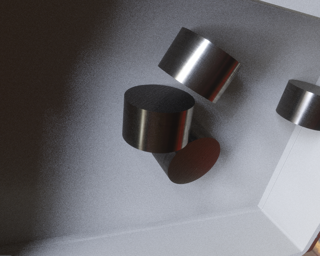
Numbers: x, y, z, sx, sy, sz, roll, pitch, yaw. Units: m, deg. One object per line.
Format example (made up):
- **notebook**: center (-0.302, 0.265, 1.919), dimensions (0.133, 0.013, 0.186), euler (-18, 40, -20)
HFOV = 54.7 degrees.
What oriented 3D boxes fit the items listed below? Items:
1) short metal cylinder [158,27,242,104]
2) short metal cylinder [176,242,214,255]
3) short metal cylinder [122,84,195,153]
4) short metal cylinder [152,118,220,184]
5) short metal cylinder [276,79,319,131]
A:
- **short metal cylinder**: center (0.045, -0.071, 0.354), dimensions (0.080, 0.080, 0.050), euler (24, 105, -37)
- **short metal cylinder**: center (0.071, 0.270, 0.601), dimensions (0.081, 0.050, 0.079), euler (-14, 124, -21)
- **short metal cylinder**: center (-0.003, -0.013, 0.363), dimensions (0.081, 0.080, 0.050), euler (-8, 121, -25)
- **short metal cylinder**: center (0.034, 0.030, 0.423), dimensions (0.081, 0.050, 0.079), euler (-18, 134, -20)
- **short metal cylinder**: center (0.227, -0.036, 0.474), dimensions (0.081, 0.080, 0.050), euler (1, 118, -29)
